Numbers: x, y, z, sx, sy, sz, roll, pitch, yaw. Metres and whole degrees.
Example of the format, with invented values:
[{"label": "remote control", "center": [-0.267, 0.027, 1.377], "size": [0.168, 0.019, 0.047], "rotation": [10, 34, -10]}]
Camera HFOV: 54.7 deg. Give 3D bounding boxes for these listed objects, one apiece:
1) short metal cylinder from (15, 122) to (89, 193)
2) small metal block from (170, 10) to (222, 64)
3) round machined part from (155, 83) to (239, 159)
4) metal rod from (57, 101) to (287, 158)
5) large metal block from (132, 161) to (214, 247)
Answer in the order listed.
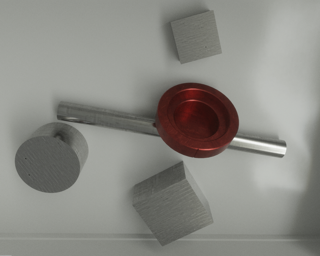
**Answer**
[{"label": "short metal cylinder", "center": [-0.141, 0.038, 0.410], "size": [0.081, 0.050, 0.079], "rotation": [0, 110, -1]}, {"label": "small metal block", "center": [0.043, -0.109, 0.372], "size": [0.050, 0.025, 0.050], "rotation": [-14, 110, 5]}, {"label": "round machined part", "center": [0.043, -0.005, 0.381], "size": [0.099, 0.098, 0.042], "rotation": [10, 145, -4]}, {"label": "metal rod", "center": [0.019, 0.003, 0.412], "size": [0.302, 0.025, 0.025], "rotation": [10, 110, -4]}, {"label": "large metal block", "center": [0.018, 0.106, 0.438], "size": [0.080, 0.050, 0.080], "rotation": [-28, 108, 9]}]
